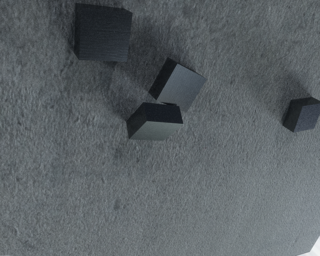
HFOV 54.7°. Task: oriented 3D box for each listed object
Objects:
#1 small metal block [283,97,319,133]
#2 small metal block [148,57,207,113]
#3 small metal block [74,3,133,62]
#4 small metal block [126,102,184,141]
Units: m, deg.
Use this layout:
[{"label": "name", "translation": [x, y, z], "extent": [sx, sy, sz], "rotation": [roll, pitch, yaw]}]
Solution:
[{"label": "small metal block", "translation": [0.245, -0.023, 0.530], "extent": [0.050, 0.025, 0.050], "rotation": [-9, 122, -24]}, {"label": "small metal block", "translation": [0.022, -0.053, 0.388], "extent": [0.050, 0.025, 0.050], "rotation": [19, 108, -36]}, {"label": "small metal block", "translation": [-0.059, -0.097, 0.316], "extent": [0.050, 0.025, 0.050], "rotation": [-4, 120, -27]}, {"label": "small metal block", "translation": [-0.007, -0.006, 0.385], "extent": [0.050, 0.025, 0.050], "rotation": [4, 152, -31]}]
